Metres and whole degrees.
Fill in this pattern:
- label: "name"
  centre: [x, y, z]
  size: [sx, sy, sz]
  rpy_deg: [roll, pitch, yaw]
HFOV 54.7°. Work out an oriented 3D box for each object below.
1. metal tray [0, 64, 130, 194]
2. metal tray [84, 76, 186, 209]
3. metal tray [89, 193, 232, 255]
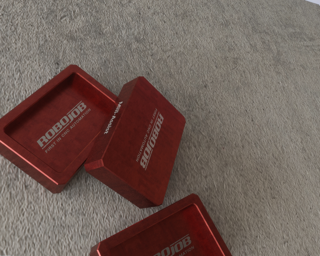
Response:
- label: "metal tray"
  centre: [-0.105, -0.004, 0.346]
  size: [0.090, 0.030, 0.130]
  rpy_deg: [38, 51, -3]
- label: "metal tray"
  centre: [-0.021, 0.015, 0.359]
  size: [0.090, 0.030, 0.130]
  rpy_deg: [43, 47, -28]
- label: "metal tray"
  centre: [0.006, 0.135, 0.321]
  size: [0.131, 0.030, 0.090]
  rpy_deg: [-18, 72, -35]
